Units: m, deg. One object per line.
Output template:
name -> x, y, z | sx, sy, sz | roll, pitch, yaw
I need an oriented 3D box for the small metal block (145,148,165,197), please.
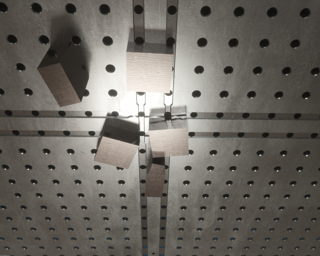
small metal block -> -0.008, 0.065, 0.451 | 0.025, 0.050, 0.050 | 3, 130, -3

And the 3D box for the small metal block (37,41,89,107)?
small metal block -> -0.105, -0.060, 0.343 | 0.025, 0.050, 0.050 | -12, 129, 9

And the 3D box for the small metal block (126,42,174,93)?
small metal block -> -0.012, -0.068, 0.353 | 0.050, 0.025, 0.050 | 2, 130, -3

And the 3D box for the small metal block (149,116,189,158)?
small metal block -> 0.013, 0.013, 0.423 | 0.050, 0.025, 0.050 | -4, 130, 3

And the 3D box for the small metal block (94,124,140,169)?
small metal block -> -0.060, 0.027, 0.434 | 0.050, 0.025, 0.050 | 16, 128, -14
